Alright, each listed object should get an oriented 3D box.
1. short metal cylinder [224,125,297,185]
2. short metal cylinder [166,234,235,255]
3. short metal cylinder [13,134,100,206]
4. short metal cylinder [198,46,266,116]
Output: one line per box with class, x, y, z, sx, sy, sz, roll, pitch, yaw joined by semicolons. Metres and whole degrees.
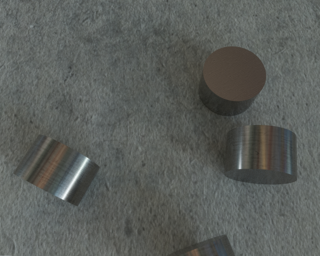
short metal cylinder;0.119;0.034;0.368;0.080;0.080;0.050;7;70;2
short metal cylinder;0.042;0.151;0.324;0.081;0.080;0.050;-18;71;-7
short metal cylinder;-0.118;0.050;0.359;0.080;0.080;0.050;25;72;8
short metal cylinder;0.095;-0.062;0.419;0.081;0.050;0.080;0;70;0
